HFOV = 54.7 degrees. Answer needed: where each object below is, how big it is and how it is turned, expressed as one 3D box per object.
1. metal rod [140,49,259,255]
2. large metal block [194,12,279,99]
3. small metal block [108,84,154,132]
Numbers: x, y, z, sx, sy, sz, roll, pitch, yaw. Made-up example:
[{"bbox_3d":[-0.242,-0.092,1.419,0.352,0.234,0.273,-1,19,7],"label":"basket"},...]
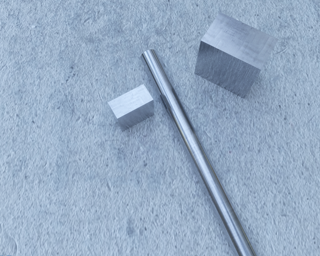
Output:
[{"bbox_3d":[0.043,0.024,0.399,0.025,0.025,0.299,-22,72,-8],"label":"metal rod"},{"bbox_3d":[0.097,-0.094,0.414,0.080,0.080,0.050,29,73,10],"label":"large metal block"},{"bbox_3d":[-0.036,-0.025,0.404,0.050,0.050,0.025,-29,73,-10],"label":"small metal block"}]
